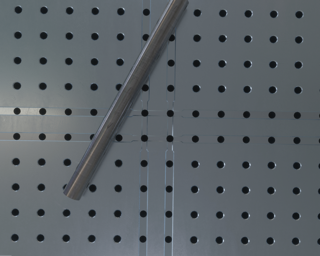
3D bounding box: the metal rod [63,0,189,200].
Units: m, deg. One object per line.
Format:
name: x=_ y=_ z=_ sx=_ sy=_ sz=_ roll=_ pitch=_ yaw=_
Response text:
metal rod: x=-0.045 y=-0.041 z=0.413 sx=0.025 sy=0.025 sz=0.299 roll=29 pitch=90 yaw=0
